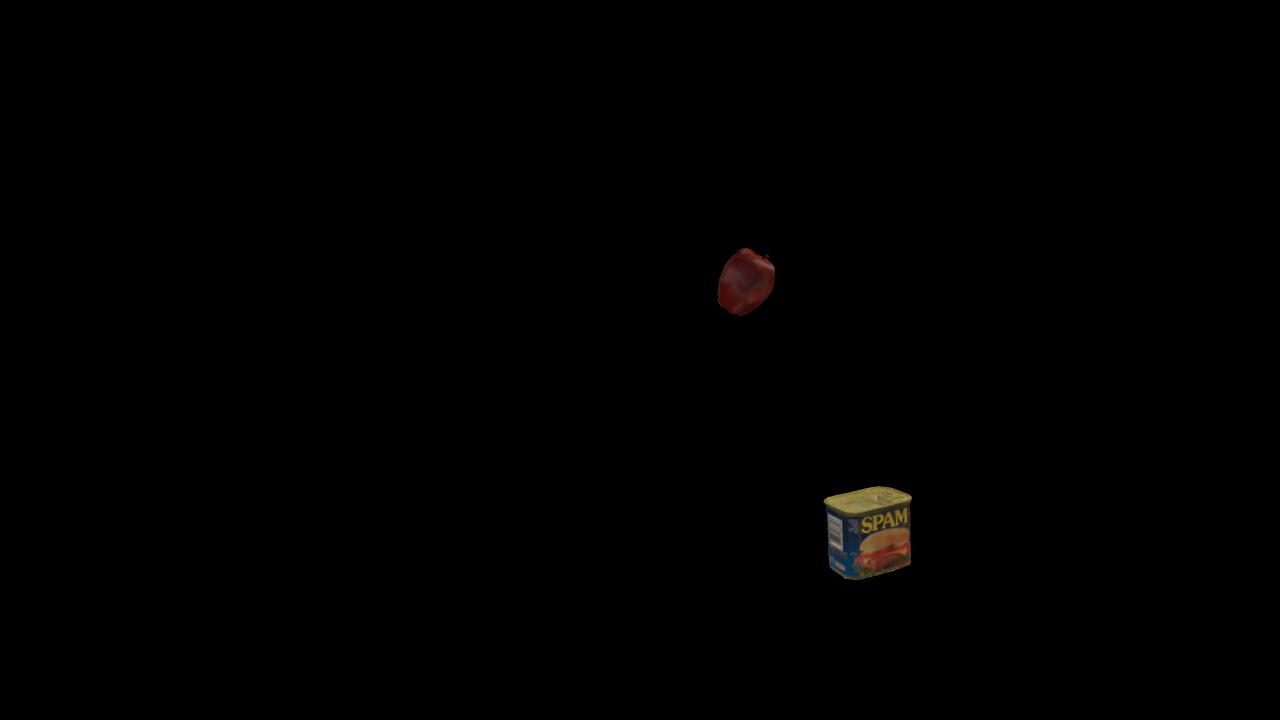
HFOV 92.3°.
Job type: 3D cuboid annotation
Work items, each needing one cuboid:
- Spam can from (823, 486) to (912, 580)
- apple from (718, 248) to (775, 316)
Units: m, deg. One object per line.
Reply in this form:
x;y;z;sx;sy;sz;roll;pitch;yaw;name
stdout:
0.275;0.207;0.739;0.101;0.085;0.058;-6;8;-19;Spam can
0.147;-0.108;0.850;0.079;0.093;0.079;27;24;-13;apple
